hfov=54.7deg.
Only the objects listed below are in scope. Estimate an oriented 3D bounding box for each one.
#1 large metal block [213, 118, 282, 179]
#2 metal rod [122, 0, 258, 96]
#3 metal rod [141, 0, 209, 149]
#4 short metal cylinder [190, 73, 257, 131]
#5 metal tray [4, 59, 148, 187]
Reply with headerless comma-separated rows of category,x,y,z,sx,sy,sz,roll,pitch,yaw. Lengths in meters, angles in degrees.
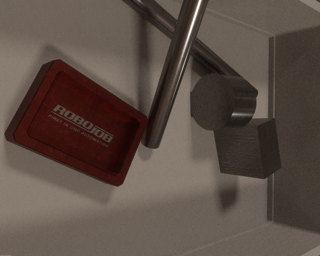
large metal block,0.137,0.029,0.488,0.050,0.080,0.079,-19,102,-39
metal rod,0.055,-0.115,0.454,0.301,0.025,0.025,28,72,-37
metal rod,0.029,-0.107,0.335,0.025,0.025,0.298,-7,126,-40
short metal cylinder,0.091,-0.037,0.449,0.050,0.080,0.079,-2,91,-40
metal tray,-0.082,-0.001,0.335,0.130,0.030,0.090,33,69,-35
